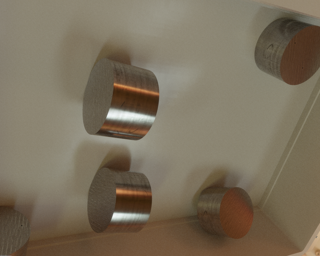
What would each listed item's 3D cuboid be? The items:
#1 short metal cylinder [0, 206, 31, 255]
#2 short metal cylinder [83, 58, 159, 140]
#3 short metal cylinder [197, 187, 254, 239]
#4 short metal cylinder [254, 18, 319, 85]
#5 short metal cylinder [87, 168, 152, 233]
[{"bbox_3d":[-0.193,0.135,0.351,0.081,0.080,0.050,5,116,-31],"label":"short metal cylinder"},{"bbox_3d":[-0.044,-0.029,0.331,0.050,0.080,0.079,10,114,-33],"label":"short metal cylinder"},{"bbox_3d":[0.108,0.138,0.512,0.081,0.050,0.080,7,78,-35],"label":"short metal cylinder"},{"bbox_3d":[0.179,-0.105,0.425,0.081,0.050,0.079,-14,124,-21],"label":"short metal cylinder"},{"bbox_3d":[-0.054,0.094,0.402,0.050,0.080,0.080,13,112,-34],"label":"short metal cylinder"}]
